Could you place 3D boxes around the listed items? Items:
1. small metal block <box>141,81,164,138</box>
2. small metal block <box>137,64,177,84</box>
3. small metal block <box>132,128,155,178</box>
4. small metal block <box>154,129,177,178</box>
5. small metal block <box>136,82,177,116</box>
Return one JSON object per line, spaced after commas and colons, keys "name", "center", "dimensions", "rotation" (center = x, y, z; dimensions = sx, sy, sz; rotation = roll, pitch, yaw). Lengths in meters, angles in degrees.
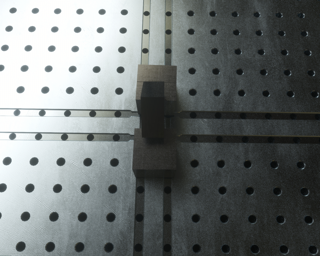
{"name": "small metal block", "center": [-0.008, -0.023, 0.363], "dimensions": [0.025, 0.050, 0.050], "rotation": [0, 28, 1]}
{"name": "small metal block", "center": [-0.004, -0.062, 0.420], "dimensions": [0.050, 0.050, 0.025], "rotation": [2, 70, 0]}
{"name": "small metal block", "center": [-0.019, 0.032, 0.386], "dimensions": [0.025, 0.050, 0.050], "rotation": [1, 70, 0]}
{"name": "small metal block", "center": [0.007, 0.032, 0.385], "dimensions": [0.025, 0.050, 0.050], "rotation": [1, 70, 0]}
{"name": "small metal block", "center": [-0.005, -0.038, 0.412], "dimensions": [0.050, 0.050, 0.025], "rotation": [2, 70, 0]}
